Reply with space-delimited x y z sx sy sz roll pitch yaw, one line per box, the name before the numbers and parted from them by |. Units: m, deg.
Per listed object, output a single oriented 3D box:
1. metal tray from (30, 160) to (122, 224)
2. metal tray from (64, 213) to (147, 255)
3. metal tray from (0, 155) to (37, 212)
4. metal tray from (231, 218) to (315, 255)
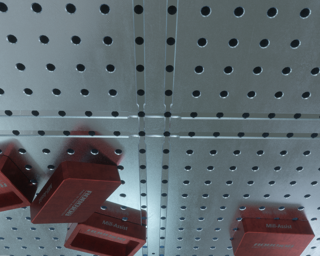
metal tray | -0.130 0.102 0.473 0.091 0.030 0.129 13 133 -39
metal tray | -0.102 0.205 0.581 0.131 0.030 0.089 22 127 -18
metal tray | -0.276 0.095 0.485 0.131 0.030 0.090 -13 129 10
metal tray | 0.213 0.213 0.593 0.131 0.030 0.089 4 130 -4
